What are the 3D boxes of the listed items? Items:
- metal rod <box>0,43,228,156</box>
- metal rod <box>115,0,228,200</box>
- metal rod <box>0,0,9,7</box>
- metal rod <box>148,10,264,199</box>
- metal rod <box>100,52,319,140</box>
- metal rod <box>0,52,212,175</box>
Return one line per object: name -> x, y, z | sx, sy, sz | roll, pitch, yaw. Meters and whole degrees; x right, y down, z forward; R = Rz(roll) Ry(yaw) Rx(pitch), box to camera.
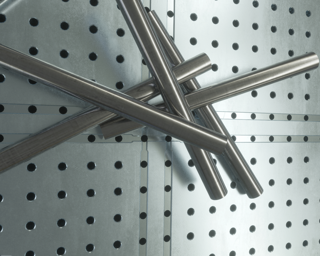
metal rod -> -0.067, -0.036, 0.348 | 0.301, 0.025, 0.025 | 22, 82, -4
metal rod -> 0.014, -0.040, 0.368 | 0.025, 0.025, 0.299 | -32, 108, -17
metal rod -> -0.166, -0.168, 0.351 | 0.025, 0.025, 0.301 | 47, 76, -14
metal rod -> 0.063, -0.025, 0.435 | 0.025, 0.025, 0.299 | -37, 102, -16
metal rod -> 0.069, -0.045, 0.407 | 0.302, 0.025, 0.025 | -19, 97, -8
metal rod -> -0.070, -0.018, 0.371 | 0.302, 0.025, 0.025 | -28, 99, -12
